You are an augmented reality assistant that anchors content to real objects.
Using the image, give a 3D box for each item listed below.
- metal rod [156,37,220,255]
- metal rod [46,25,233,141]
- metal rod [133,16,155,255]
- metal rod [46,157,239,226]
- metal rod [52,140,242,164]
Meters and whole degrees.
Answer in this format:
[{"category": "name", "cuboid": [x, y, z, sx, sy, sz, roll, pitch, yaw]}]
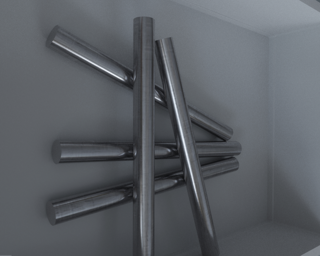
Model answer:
[{"category": "metal rod", "cuboid": [0.037, 0.035, 0.405, 0.025, 0.025, 0.298, -23, 105, -38]}, {"category": "metal rod", "cuboid": [-0.001, -0.042, 0.405, 0.301, 0.025, 0.025, 25, 74, -37]}, {"category": "metal rod", "cuboid": [-0.019, 0.025, 0.357, 0.025, 0.025, 0.298, 0, 90, -40]}, {"category": "metal rod", "cuboid": [0.004, 0.073, 0.411, 0.302, 0.025, 0.025, -7, 95, -40]}, {"category": "metal rod", "cuboid": [0.009, 0.029, 0.414, 0.302, 0.025, 0.025, 2, 89, -40]}]
